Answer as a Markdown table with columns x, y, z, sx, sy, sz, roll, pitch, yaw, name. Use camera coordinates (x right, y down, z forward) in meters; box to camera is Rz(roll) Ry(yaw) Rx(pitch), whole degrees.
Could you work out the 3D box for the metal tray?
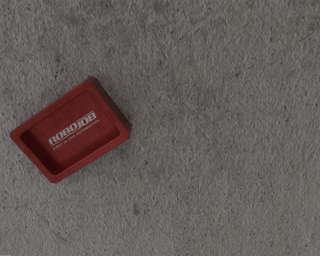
| x | y | z | sx | sy | sz | roll | pitch | yaw | name |
| --- | --- | --- | --- | --- | --- | --- | --- | --- | --- |
| -0.115 | 0.005 | 0.407 | 0.130 | 0.030 | 0.090 | -32 | 107 | 11 | metal tray |
